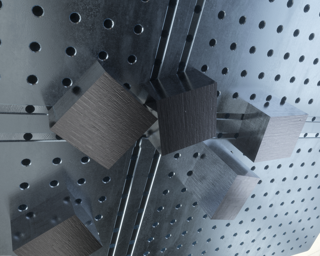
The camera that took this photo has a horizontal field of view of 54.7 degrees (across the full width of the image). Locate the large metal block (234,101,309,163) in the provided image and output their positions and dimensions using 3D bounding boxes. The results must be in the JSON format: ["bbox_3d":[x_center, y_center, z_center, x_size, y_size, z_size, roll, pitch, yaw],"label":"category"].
[{"bbox_3d":[0.177,0.004,0.497,0.081,0.050,0.079,-4,120,-27],"label":"large metal block"}]

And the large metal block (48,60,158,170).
[{"bbox_3d":[-0.064,-0.014,0.346,0.080,0.050,0.080,-46,122,3],"label":"large metal block"}]

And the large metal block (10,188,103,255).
[{"bbox_3d":[-0.135,0.141,0.409,0.080,0.050,0.080,-30,129,-10],"label":"large metal block"}]

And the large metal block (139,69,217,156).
[{"bbox_3d":[0.025,-0.021,0.397,0.081,0.050,0.079,-19,126,-18],"label":"large metal block"}]

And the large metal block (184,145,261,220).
[{"bbox_3d":[0.093,0.084,0.481,0.050,0.080,0.079,13,111,-34],"label":"large metal block"}]
